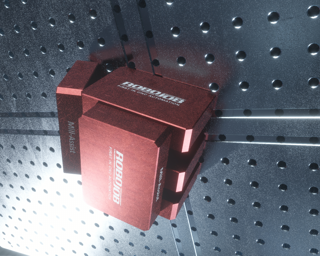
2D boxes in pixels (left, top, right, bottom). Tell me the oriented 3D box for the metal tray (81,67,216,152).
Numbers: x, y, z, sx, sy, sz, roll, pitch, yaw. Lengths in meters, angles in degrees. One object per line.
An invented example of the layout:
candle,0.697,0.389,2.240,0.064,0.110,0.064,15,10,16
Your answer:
metal tray,-0.012,-0.027,0.358,0.130,0.090,0.030,19,126,17

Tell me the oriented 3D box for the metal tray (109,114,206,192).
metal tray,-0.018,0.022,0.391,0.130,0.090,0.030,18,124,16

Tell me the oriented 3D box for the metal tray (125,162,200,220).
metal tray,-0.022,0.059,0.418,0.130,0.090,0.030,19,126,16

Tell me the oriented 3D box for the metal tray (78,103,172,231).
metal tray,-0.041,0.046,0.341,0.090,0.030,0.129,19,126,17

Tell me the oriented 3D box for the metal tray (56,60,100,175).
metal tray,-0.104,-0.013,0.413,0.030,0.090,0.129,7,124,-1
